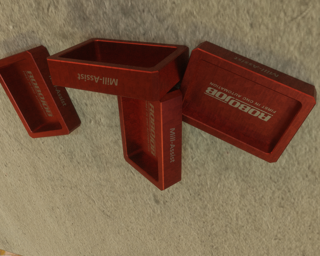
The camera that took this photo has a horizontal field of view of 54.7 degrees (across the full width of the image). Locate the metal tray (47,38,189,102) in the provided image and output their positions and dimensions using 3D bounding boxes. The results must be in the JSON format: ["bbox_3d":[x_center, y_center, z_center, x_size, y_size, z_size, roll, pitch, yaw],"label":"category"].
[{"bbox_3d":[-0.044,-0.070,0.343,0.130,0.090,0.030,11,123,22],"label":"metal tray"}]

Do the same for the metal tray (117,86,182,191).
[{"bbox_3d":[-0.014,0.003,0.386,0.090,0.030,0.129,32,135,43],"label":"metal tray"}]

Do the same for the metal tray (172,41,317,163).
[{"bbox_3d":[0.086,-0.028,0.340,0.130,0.030,0.089,26,128,11],"label":"metal tray"}]

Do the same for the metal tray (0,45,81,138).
[{"bbox_3d":[-0.185,-0.050,0.467,0.090,0.030,0.129,-6,116,30],"label":"metal tray"}]
